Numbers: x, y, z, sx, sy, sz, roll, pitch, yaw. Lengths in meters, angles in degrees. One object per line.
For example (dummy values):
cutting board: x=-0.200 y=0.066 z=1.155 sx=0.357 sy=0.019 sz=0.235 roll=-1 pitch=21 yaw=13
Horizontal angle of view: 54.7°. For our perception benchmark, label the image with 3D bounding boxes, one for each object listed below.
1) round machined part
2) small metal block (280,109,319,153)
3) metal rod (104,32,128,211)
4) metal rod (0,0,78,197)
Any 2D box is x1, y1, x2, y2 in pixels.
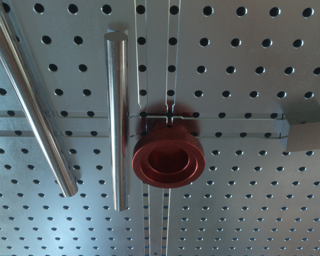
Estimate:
round machined part: x=0.012 y=0.037 z=0.432 sx=0.099 sy=0.042 sz=0.097 roll=0 pitch=130 yaw=0
small metal block: x=0.194 y=0.004 z=0.417 sx=0.050 sy=0.025 sz=0.050 roll=-7 pitch=130 yaw=5
metal rod: x=-0.057 y=0.016 z=0.424 sx=0.025 sy=0.025 sz=0.298 roll=3 pitch=130 yaw=-3
metal rod: x=-0.157 y=-0.013 z=0.399 sx=0.025 sy=0.025 sz=0.298 roll=-4 pitch=130 yaw=3
